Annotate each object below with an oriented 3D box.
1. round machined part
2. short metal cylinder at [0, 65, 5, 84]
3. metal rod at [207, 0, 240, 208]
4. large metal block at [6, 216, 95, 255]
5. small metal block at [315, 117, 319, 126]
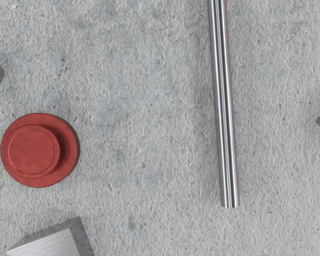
[{"bbox_3d":[-0.157,0.029,0.399,0.099,0.042,0.097,0,90,-1],"label":"round machined part"},{"bbox_3d":[-0.244,-0.067,0.379,0.080,0.080,0.050,-43,90,0],"label":"short metal cylinder"},{"bbox_3d":[0.083,-0.046,0.411,0.025,0.025,0.298,-4,90,-1],"label":"metal rod"},{"bbox_3d":[-0.133,0.171,0.396,0.080,0.050,0.080,-20,90,-1],"label":"large metal block"},{"bbox_3d":[0.249,-0.009,0.413,0.050,0.025,0.050,45,90,-1],"label":"small metal block"}]
